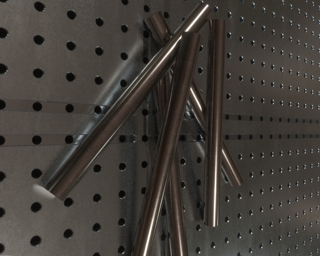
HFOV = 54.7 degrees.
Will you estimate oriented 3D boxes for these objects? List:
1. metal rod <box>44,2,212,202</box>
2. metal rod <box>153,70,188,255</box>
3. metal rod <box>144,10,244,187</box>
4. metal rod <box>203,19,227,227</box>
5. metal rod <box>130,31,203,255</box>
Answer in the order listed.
[{"bbox_3d":[-0.025,-0.045,0.368,0.025,0.025,0.300,48,68,-30],"label":"metal rod"},{"bbox_3d":[0.016,0.069,0.424,0.025,0.025,0.298,-11,97,-40],"label":"metal rod"},{"bbox_3d":[0.059,-0.028,0.461,0.025,0.025,0.299,-45,117,-31],"label":"metal rod"},{"bbox_3d":[0.078,0.001,0.447,0.025,0.025,0.298,-11,107,-40],"label":"metal rod"},{"bbox_3d":[0.006,0.032,0.381,0.025,0.025,0.298,11,94,-40],"label":"metal rod"}]
